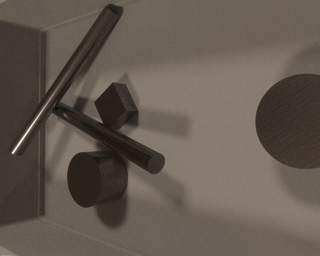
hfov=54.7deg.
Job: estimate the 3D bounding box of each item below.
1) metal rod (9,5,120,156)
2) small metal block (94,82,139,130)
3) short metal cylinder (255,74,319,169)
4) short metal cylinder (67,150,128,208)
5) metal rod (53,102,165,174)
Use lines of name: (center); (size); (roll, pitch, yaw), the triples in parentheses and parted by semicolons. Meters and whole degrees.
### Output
metal rod: (-0.164, -0.067, 0.508); (0.299, 0.025, 0.025); (-49, 61, 17)
small metal block: (-0.065, -0.031, 0.458); (0.050, 0.025, 0.050); (-40, 66, 32)
short metal cylinder: (0.135, -0.006, 0.279); (0.080, 0.050, 0.079); (0, 90, 39)
short metal cylinder: (-0.095, 0.075, 0.466); (0.080, 0.050, 0.079); (0, 90, 39)
metal rod: (-0.100, 0.000, 0.457); (0.300, 0.025, 0.025); (23, 105, 46)
